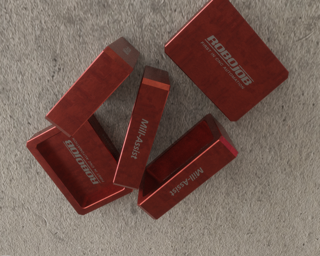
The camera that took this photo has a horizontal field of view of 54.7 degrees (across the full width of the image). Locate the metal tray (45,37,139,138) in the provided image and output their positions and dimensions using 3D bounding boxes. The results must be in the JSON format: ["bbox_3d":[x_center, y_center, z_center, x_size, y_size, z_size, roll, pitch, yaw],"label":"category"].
[{"bbox_3d":[-0.066,-0.051,0.335,0.030,0.130,0.090,42,104,-14],"label":"metal tray"}]

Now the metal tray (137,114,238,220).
[{"bbox_3d":[0.030,0.046,0.393,0.130,0.090,0.030,-41,105,13],"label":"metal tray"}]

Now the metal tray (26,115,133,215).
[{"bbox_3d":[-0.104,0.048,0.424,0.090,0.030,0.130,-27,108,9],"label":"metal tray"}]

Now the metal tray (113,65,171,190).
[{"bbox_3d":[-0.022,-0.003,0.374,0.030,0.090,0.129,16,109,-6],"label":"metal tray"}]

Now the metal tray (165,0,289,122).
[{"bbox_3d":[0.080,-0.082,0.379,0.090,0.030,0.130,-43,105,13],"label":"metal tray"}]
